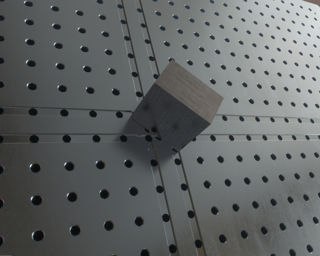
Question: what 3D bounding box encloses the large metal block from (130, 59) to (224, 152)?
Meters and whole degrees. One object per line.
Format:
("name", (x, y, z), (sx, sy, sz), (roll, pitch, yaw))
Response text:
("large metal block", (0.020, -0.026, 0.399), (0.080, 0.080, 0.050), (36, 51, -5))
